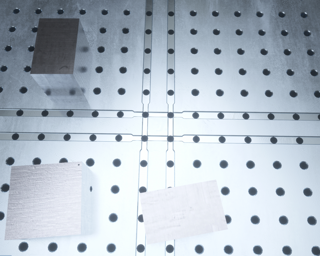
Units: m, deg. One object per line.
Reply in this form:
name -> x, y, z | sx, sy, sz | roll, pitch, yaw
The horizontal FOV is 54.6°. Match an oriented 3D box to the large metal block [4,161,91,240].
large metal block -> -0.127, 0.087, 0.366 | 0.080, 0.050, 0.080 | -4, 70, -2

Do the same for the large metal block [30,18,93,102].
large metal block -> -0.127, -0.087, 0.414 | 0.050, 0.080, 0.080 | 0, 70, 0

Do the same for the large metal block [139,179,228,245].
large metal block -> 0.023, 0.096, 0.348 | 0.080, 0.080, 0.050 | -10, 71, -3
